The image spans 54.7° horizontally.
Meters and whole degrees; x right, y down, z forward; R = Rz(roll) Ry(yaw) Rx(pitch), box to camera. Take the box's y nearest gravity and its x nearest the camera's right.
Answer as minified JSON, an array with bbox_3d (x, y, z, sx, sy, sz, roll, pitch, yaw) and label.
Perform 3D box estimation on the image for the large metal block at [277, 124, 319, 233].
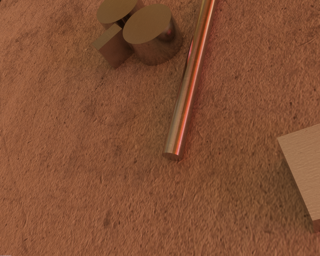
[{"bbox_3d":[0.162,0.040,0.278,0.080,0.050,0.080,-21,54,15],"label":"large metal block"}]

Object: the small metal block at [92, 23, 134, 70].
[{"bbox_3d":[-0.073,-0.132,0.506,0.050,0.050,0.025,-43,51,-2],"label":"small metal block"}]

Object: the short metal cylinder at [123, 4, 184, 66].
[{"bbox_3d":[-0.010,-0.144,0.480,0.080,0.050,0.080,-13,56,20],"label":"short metal cylinder"}]

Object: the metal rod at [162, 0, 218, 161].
[{"bbox_3d":[0.050,-0.097,0.435,0.025,0.025,0.300,1,62,28],"label":"metal rod"}]

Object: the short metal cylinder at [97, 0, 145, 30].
[{"bbox_3d":[-0.062,-0.193,0.537,0.080,0.050,0.080,-13,56,20],"label":"short metal cylinder"}]
